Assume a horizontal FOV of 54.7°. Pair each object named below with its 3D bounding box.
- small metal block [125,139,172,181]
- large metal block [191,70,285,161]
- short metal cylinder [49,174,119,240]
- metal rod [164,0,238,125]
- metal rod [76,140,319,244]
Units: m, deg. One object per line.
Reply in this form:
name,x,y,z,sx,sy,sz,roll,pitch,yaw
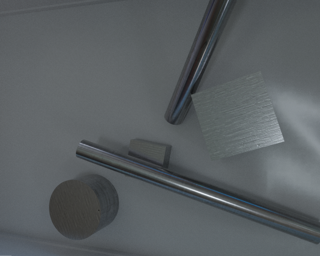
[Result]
small metal block,-0.016,0.044,0.415,0.050,0.025,0.050,11,94,19
large metal block,0.092,-0.012,0.365,0.080,0.050,0.080,-18,84,18
short metal cylinder,-0.105,0.108,0.433,0.080,0.050,0.079,0,90,19
metal rod,0.059,-0.118,0.309,0.025,0.025,0.298,36,133,16
metal rod,0.038,0.073,0.376,0.301,0.025,0.025,18,96,11
